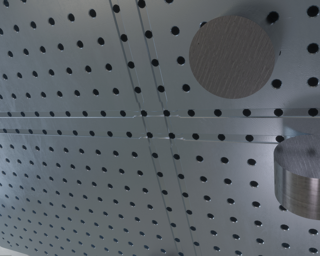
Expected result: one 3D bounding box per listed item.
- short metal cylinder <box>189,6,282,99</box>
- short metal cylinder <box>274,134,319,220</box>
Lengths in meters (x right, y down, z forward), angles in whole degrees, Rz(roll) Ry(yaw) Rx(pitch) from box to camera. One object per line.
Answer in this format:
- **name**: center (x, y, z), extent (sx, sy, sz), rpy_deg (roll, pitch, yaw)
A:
- **short metal cylinder**: center (0.075, -0.076, 0.309), extent (0.080, 0.050, 0.079), rpy_deg (13, 124, 21)
- **short metal cylinder**: center (0.161, 0.048, 0.321), extent (0.080, 0.080, 0.050), rpy_deg (3, 120, 27)
